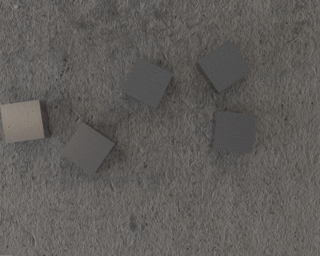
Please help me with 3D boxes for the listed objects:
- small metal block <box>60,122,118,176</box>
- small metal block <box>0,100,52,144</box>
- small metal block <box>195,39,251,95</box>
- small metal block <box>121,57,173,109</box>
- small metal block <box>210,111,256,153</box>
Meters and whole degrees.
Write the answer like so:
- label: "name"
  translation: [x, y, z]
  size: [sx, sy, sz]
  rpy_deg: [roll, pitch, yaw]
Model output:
- label: "small metal block"
  translation: [-0.093, 0.027, 0.409]
  size: [0.050, 0.025, 0.050]
  rpy_deg: [34, 90, 0]
- label: "small metal block"
  translation: [-0.176, -0.008, 0.408]
  size: [0.050, 0.025, 0.050]
  rpy_deg: [-8, 90, 0]
- label: "small metal block"
  translation: [0.083, -0.080, 0.410]
  size: [0.050, 0.025, 0.050]
  rpy_deg: [-34, 90, 0]
- label: "small metal block"
  translation: [-0.016, -0.058, 0.410]
  size: [0.050, 0.025, 0.050]
  rpy_deg: [25, 90, 0]
- label: "small metal block"
  translation: [0.096, 0.005, 0.411]
  size: [0.050, 0.025, 0.050]
  rpy_deg: [6, 90, 0]
